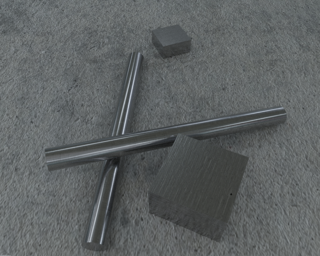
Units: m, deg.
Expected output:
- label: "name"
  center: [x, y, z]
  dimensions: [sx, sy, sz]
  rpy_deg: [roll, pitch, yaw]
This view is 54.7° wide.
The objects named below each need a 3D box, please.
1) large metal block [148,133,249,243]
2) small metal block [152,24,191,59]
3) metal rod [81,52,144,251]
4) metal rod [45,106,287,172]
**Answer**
- label: "large metal block"
  center: [0.041, 0.062, 0.335]
  dimensions: [0.080, 0.050, 0.080]
  rpy_deg: [19, 53, 15]
- label: "small metal block"
  center: [0.019, -0.148, 0.528]
  dimensions: [0.050, 0.025, 0.050]
  rpy_deg: [-17, 52, -15]
- label: "metal rod"
  center: [-0.051, 0.002, 0.400]
  dimensions: [0.025, 0.025, 0.300]
  rpy_deg: [4, 50, 3]
- label: "metal rod"
  center: [0.022, 0.008, 0.374]
  dimensions: [0.302, 0.025, 0.025]
  rpy_deg: [-10, 51, -18]
